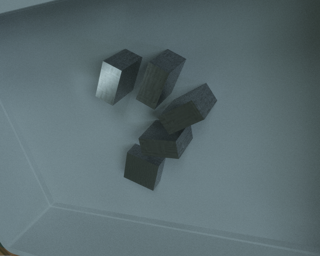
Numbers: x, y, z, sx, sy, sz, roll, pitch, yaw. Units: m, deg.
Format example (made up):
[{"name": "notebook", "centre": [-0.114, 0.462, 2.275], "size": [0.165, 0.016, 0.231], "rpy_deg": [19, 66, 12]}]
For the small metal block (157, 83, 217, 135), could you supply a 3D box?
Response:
[{"name": "small metal block", "centre": [0.033, -0.023, 0.361], "size": [0.050, 0.050, 0.025], "rpy_deg": [-25, 105, 37]}]

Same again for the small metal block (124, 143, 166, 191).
[{"name": "small metal block", "centre": [-0.023, 0.058, 0.457], "size": [0.050, 0.025, 0.050], "rpy_deg": [22, 127, 14]}]

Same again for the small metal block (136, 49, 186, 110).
[{"name": "small metal block", "centre": [0.002, -0.057, 0.357], "size": [0.025, 0.050, 0.050], "rpy_deg": [31, 128, 8]}]

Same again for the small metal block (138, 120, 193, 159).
[{"name": "small metal block", "centre": [0.009, 0.013, 0.396], "size": [0.050, 0.050, 0.025], "rpy_deg": [3, 120, 26]}]

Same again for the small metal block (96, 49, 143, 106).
[{"name": "small metal block", "centre": [-0.050, -0.063, 0.380], "size": [0.025, 0.050, 0.050], "rpy_deg": [29, 128, 10]}]
